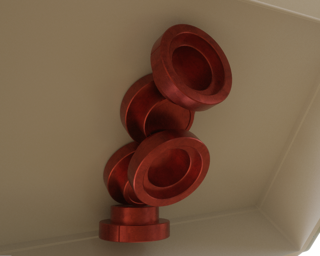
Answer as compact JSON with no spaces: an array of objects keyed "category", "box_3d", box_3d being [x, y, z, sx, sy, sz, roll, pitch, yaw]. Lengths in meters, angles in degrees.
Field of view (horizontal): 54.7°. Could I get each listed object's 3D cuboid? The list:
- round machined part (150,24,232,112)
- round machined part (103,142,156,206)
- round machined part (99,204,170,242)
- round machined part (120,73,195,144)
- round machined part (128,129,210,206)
[{"category":"round machined part","box_3d":[0.031,-0.064,0.351,0.099,0.098,0.042,7,157,-32]},{"category":"round machined part","box_3d":[-0.024,0.069,0.426,0.099,0.042,0.097,-14,125,-21]},{"category":"round machined part","box_3d":[-0.035,0.130,0.435,0.099,0.098,0.042,6,78,-32]},{"category":"round machined part","box_3d":[0.004,-0.017,0.388,0.099,0.042,0.097,-14,125,-21]},{"category":"round machined part","box_3d":[0.007,0.043,0.372,0.099,0.042,0.097,-14,125,-21]}]
